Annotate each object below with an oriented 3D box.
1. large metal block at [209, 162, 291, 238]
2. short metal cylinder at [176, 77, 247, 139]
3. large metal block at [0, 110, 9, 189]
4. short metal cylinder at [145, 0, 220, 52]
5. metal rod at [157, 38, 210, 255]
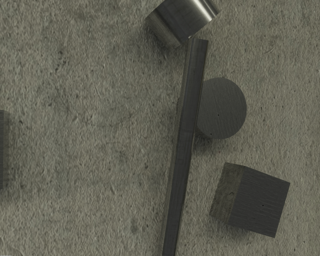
[{"bbox_3d":[0.128,0.101,0.443,0.080,0.050,0.080,21,83,-19],"label":"large metal block"},{"bbox_3d":[0.069,-0.025,0.422,0.081,0.050,0.080,0,90,-20],"label":"short metal cylinder"},{"bbox_3d":[-0.204,0.021,0.321,0.081,0.050,0.080,1,90,-20],"label":"large metal block"},{"bbox_3d":[0.027,-0.141,0.390,0.080,0.080,0.050,-43,104,-15],"label":"short metal cylinder"},{"bbox_3d":[0.026,0.043,0.385,0.025,0.025,0.298,3,102,-20],"label":"metal rod"}]
